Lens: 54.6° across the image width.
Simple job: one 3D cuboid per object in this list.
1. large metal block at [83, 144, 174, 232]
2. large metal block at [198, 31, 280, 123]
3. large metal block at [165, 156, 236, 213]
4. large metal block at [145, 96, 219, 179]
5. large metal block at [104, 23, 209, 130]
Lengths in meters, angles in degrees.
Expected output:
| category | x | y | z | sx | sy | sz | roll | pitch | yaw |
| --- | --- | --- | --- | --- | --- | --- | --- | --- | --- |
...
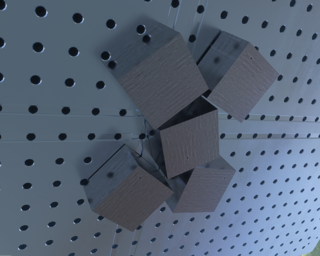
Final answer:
| category | x | y | z | sx | sy | sz | roll | pitch | yaw |
| --- | --- | --- | --- | --- | --- | --- | --- | --- | --- |
| large metal block | -0.042 | 0.083 | 0.420 | 0.080 | 0.050 | 0.080 | -44 | 129 | 2 |
| large metal block | 0.095 | -0.065 | 0.404 | 0.080 | 0.050 | 0.080 | 28 | 103 | -40 |
| large metal block | 0.056 | 0.081 | 0.475 | 0.081 | 0.050 | 0.080 | 9 | 114 | -33 |
| large metal block | 0.031 | 0.010 | 0.416 | 0.081 | 0.050 | 0.080 | -21 | 127 | -16 |
| large metal block | -0.003 | -0.059 | 0.356 | 0.080 | 0.050 | 0.080 | -38 | 129 | -2 |
